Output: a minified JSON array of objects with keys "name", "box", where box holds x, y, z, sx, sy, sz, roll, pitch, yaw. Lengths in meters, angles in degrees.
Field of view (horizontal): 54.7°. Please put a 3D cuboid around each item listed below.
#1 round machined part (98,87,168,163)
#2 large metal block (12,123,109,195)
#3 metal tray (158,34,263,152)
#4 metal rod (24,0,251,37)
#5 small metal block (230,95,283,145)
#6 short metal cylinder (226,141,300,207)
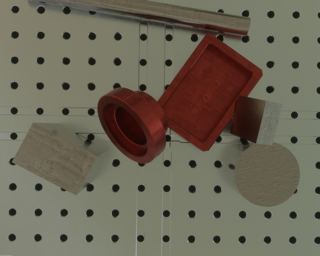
[{"name":"round machined part","box":[-0.029,-0.007,0.385,0.042,0.098,0.098,-39,91,-33]},{"name":"large metal block","box":[-0.118,0.034,0.384,0.080,0.080,0.050,28,90,-1]},{"name":"metal tray","box":[0.061,-0.045,0.411,0.090,0.030,0.130,36,90,-1]},{"name":"metal rod","box":[-0.032,-0.159,0.412,0.302,0.025,0.025,9,90,-1]},{"name":"small metal block","box":[0.116,-0.010,0.378,0.025,0.050,0.050,7,100,-25]},{"name":"short metal cylinder","box":[0.131,0.056,0.403,0.081,0.050,0.079,0,90,-1]}]
